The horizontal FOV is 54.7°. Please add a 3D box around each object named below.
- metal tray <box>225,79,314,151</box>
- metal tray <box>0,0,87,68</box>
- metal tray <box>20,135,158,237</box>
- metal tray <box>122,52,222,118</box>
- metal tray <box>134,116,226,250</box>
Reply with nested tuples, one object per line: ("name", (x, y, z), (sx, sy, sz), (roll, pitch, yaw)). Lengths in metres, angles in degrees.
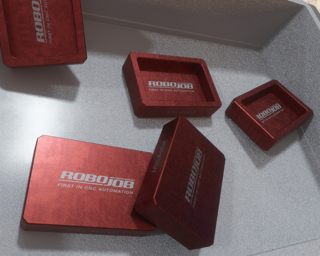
("metal tray", (0.181, -0.026, 0.507), (0.131, 0.030, 0.090), (-25, 64, -37))
("metal tray", (-0.137, -0.137, 0.355), (0.091, 0.030, 0.129), (-7, 100, -15))
("metal tray", (-0.069, 0.063, 0.328), (0.131, 0.030, 0.090), (11, 57, -22))
("metal tray", (0.019, -0.061, 0.451), (0.131, 0.030, 0.090), (-2, 63, -29))
("metal tray", (0.030, 0.059, 0.359), (0.090, 0.030, 0.130), (42, 42, -21))
